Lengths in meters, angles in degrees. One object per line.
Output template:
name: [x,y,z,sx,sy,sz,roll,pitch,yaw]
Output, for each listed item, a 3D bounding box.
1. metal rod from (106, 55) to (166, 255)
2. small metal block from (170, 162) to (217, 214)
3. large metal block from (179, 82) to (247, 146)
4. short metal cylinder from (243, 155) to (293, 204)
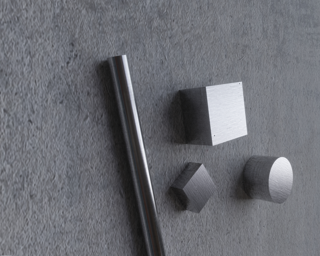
metal rod: [-0.024,0.062,0.384,0.025,0.025,0.298,-17,101,-39]
small metal block: [0.049,0.085,0.446,0.050,0.025,0.050,-47,118,-30]
large metal block: [0.080,-0.022,0.455,0.081,0.050,0.079,-13,99,-39]
short metal cylinder: [0.192,0.090,0.550,0.081,0.050,0.079,0,90,-40]
